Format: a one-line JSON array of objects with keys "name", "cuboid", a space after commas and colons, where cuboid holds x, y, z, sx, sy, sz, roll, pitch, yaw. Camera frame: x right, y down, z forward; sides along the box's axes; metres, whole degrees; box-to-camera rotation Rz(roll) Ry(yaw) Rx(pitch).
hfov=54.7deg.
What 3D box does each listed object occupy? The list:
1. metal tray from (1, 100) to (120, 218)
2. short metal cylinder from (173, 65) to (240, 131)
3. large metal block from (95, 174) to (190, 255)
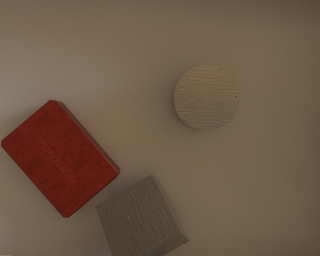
[{"name": "metal tray", "cuboid": [-0.128, 0.039, 0.407, 0.090, 0.030, 0.130, -41, 91, 0]}, {"name": "short metal cylinder", "cuboid": [0.057, -0.037, 0.400, 0.081, 0.050, 0.079, 0, 90, -1]}, {"name": "large metal block", "cuboid": [-0.022, 0.117, 0.381, 0.080, 0.050, 0.080, -29, 58, -1]}]
